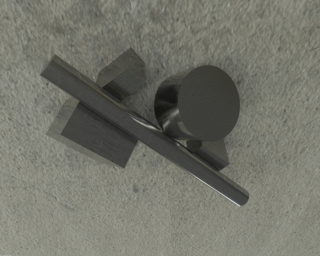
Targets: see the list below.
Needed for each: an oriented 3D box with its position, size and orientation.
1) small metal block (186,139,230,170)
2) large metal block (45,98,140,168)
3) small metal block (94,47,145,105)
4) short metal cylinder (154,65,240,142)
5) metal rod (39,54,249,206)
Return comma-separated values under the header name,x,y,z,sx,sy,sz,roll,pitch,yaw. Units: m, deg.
name,x,y,z,sx,sy,sz,roll,pitch,yaw
small metal block,0.062,0.025,0.411,0.050,0.050,0.025,33,122,-25
large metal block,-0.081,0.005,0.372,0.080,0.050,0.080,33,163,-26
small metal block,-0.044,-0.056,0.345,0.050,0.050,0.025,-31,124,23
short metal cylinder,0.041,-0.025,0.344,0.080,0.080,0.050,32,164,-24
metal rod,0.003,0.018,0.359,0.301,0.025,0.025,36,121,-27
